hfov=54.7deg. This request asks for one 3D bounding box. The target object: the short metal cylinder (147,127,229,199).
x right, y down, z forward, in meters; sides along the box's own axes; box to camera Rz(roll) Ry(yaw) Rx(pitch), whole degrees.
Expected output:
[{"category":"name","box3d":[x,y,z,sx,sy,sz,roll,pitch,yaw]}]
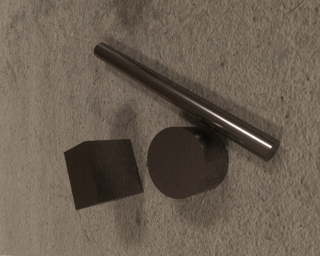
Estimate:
[{"category":"short metal cylinder","box3d":[0.032,0.038,0.361,0.080,0.050,0.079,0,90,39]}]

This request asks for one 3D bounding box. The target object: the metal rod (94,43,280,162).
[{"category":"metal rod","box3d":[0.011,-0.048,0.394,0.300,0.025,0.025,35,112,34]}]

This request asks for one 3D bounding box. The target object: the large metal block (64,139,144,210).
[{"category":"large metal block","box3d":[-0.077,0.062,0.430,0.050,0.081,0.080,-25,74,37]}]
